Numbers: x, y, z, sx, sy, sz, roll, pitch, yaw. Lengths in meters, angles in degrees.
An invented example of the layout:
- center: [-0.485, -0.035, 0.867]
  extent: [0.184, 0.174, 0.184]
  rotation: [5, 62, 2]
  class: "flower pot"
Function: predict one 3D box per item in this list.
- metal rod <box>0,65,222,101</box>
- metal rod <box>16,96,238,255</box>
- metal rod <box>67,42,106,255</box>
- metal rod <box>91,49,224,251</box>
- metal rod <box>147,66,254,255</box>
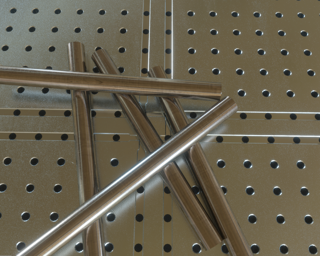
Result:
- center: [-0.072, -0.059, 0.406]
  extent: [0.302, 0.025, 0.025]
  rotation: [5, 70, 1]
  class: "metal rod"
- center: [-0.027, 0.056, 0.364]
  extent: [0.301, 0.025, 0.025]
  rotation: [-36, 74, -13]
  class: "metal rod"
- center: [-0.098, 0.019, 0.403]
  extent: [0.025, 0.025, 0.299]
  rotation: [-9, 70, -4]
  class: "metal rod"
- center: [-0.012, 0.015, 0.405]
  extent: [0.025, 0.025, 0.299]
  rotation: [-29, 73, -10]
  class: "metal rod"
- center: [0.051, 0.049, 0.394]
  extent: [0.025, 0.025, 0.299]
  rotation: [-21, 72, -8]
  class: "metal rod"
